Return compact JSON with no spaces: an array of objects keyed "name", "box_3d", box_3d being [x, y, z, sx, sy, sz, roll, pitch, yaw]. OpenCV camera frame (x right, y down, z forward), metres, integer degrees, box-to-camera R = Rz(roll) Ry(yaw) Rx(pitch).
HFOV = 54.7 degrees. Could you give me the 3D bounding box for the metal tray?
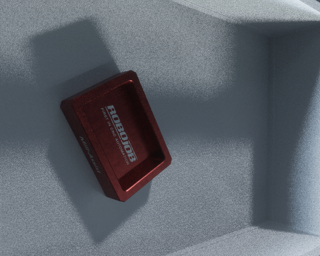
[{"name":"metal tray","box_3d":[-0.046,0.009,0.366,0.091,0.030,0.129,-35,112,-35]}]
